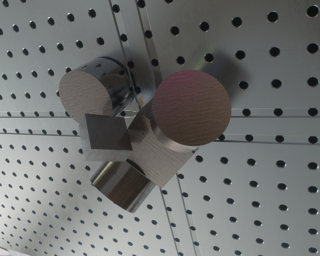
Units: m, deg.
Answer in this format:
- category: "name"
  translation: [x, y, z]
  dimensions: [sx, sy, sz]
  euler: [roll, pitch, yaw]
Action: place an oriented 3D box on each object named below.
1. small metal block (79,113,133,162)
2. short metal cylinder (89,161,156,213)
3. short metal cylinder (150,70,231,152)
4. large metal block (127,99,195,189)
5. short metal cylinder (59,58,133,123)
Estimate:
- category: "small metal block"
  translation: [-0.065, 0.012, 0.368]
  dimensions: [0.025, 0.050, 0.050]
  euler: [-53, 44, 41]
- category: "short metal cylinder"
  translation: [-0.051, 0.074, 0.436]
  dimensions: [0.080, 0.080, 0.050]
  euler: [37, 84, 5]
- category: "short metal cylinder"
  translation: [0.030, -0.016, 0.336]
  dimensions: [0.080, 0.080, 0.050]
  euler: [37, 167, 3]
- category: "large metal block"
  translation: [-0.001, 0.018, 0.399]
  dimensions: [0.080, 0.050, 0.080]
  euler: [38, 129, 2]
- category: "short metal cylinder"
  translation: [-0.083, -0.046, 0.406]
  dimensions: [0.080, 0.050, 0.079]
  euler: [13, 124, 21]
